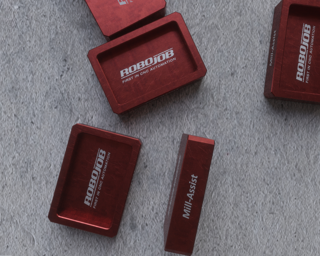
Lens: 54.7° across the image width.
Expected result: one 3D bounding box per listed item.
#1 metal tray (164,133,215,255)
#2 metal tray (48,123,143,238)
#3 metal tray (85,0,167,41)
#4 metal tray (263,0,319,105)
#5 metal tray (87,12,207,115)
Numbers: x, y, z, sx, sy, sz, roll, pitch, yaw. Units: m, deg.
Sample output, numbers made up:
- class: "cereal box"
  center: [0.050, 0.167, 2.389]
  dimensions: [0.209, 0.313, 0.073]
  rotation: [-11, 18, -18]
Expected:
- class: "metal tray"
  center: [0.032, 0.073, 0.377]
  dimensions: [0.030, 0.090, 0.129]
  rotation: [12, 90, 0]
- class: "metal tray"
  center: [-0.083, 0.067, 0.406]
  dimensions: [0.090, 0.030, 0.129]
  rotation: [15, 90, 0]
- class: "metal tray"
  center: [-0.060, -0.191, 0.407]
  dimensions: [0.090, 0.030, 0.130]
  rotation: [-28, 90, 0]
- class: "metal tray"
  center: [0.194, -0.099, 0.408]
  dimensions: [0.091, 0.030, 0.129]
  rotation: [7, 90, 0]
- class: "metal tray"
  center: [-0.016, -0.082, 0.407]
  dimensions: [0.131, 0.030, 0.090]
  rotation: [-24, 90, 0]
